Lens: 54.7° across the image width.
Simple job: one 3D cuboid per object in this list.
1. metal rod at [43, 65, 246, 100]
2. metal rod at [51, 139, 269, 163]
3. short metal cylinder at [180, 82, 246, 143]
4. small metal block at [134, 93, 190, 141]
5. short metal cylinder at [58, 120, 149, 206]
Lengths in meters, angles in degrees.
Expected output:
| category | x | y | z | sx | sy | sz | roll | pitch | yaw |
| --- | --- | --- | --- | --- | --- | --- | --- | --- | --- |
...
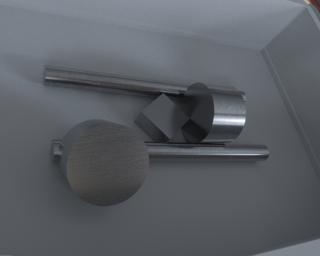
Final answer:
| category | x | y | z | sx | sy | sz | roll | pitch | yaw |
| --- | --- | --- | --- | --- | --- | --- | --- | --- | --- |
| metal rod | -0.003 | -0.055 | 0.437 | 0.303 | 0.025 | 0.025 | 3 | 61 | -27 |
| metal rod | 0.020 | 0.031 | 0.397 | 0.303 | 0.025 | 0.025 | 3 | 61 | -27 |
| short metal cylinder | 0.069 | -0.019 | 0.420 | 0.050 | 0.080 | 0.080 | 2 | 61 | -28 |
| small metal block | 0.003 | -0.011 | 0.413 | 0.050 | 0.025 | 0.050 | 44 | 51 | 2 |
| short metal cylinder | -0.058 | 0.033 | 0.315 | 0.081 | 0.050 | 0.079 | -3 | 97 | -27 |
